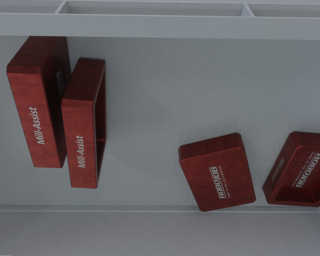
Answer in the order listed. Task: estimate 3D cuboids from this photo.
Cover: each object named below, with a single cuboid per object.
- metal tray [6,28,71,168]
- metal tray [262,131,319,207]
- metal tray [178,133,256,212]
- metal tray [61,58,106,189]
[{"bbox_3d":[-0.121,-0.030,0.339,0.030,0.090,0.129,3,130,-2],"label":"metal tray"},{"bbox_3d":[0.220,0.066,0.463,0.091,0.030,0.129,5,130,-4],"label":"metal tray"},{"bbox_3d":[0.089,0.072,0.467,0.090,0.030,0.130,-15,129,12],"label":"metal tray"},{"bbox_3d":[-0.084,-0.003,0.362,0.030,0.090,0.129,4,130,-4],"label":"metal tray"}]
